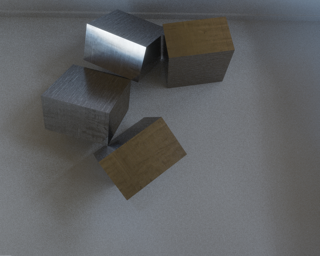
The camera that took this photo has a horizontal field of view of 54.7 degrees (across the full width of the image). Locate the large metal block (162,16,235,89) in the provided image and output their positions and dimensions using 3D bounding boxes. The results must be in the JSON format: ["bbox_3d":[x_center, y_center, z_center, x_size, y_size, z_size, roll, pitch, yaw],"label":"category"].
[{"bbox_3d":[0.047,-0.098,0.417,0.081,0.080,0.050,-8,70,-3],"label":"large metal block"}]

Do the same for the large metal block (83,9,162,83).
[{"bbox_3d":[-0.044,-0.113,0.418,0.080,0.050,0.080,24,38,8],"label":"large metal block"}]

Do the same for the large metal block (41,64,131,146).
[{"bbox_3d":[-0.088,-0.031,0.389,0.080,0.050,0.080,15,39,5],"label":"large metal block"}]

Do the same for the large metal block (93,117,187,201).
[{"bbox_3d":[-0.027,0.030,0.362,0.080,0.080,0.050,-36,101,-12],"label":"large metal block"}]
